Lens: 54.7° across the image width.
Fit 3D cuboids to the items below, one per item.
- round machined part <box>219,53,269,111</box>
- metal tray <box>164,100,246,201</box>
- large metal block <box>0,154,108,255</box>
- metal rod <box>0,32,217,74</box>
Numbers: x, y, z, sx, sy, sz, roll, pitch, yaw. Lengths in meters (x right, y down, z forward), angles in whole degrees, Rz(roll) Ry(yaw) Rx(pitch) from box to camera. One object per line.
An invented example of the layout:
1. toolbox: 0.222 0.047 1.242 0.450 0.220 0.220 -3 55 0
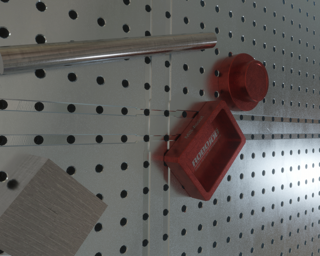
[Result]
1. round machined part: 0.146 -0.077 0.520 0.099 0.042 0.097 0 90 -40
2. metal tray: 0.073 0.031 0.466 0.130 0.030 0.090 -50 120 -28
3. large metal block: -0.113 0.083 0.299 0.080 0.050 0.080 49 61 -29
4. metal rod: -0.036 -0.098 0.378 0.302 0.025 0.025 -18 102 -39
